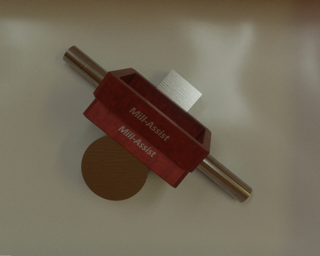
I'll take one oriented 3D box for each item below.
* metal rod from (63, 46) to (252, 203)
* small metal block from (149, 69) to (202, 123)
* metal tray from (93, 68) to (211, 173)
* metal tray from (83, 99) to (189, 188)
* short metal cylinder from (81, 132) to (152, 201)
[{"bbox_3d":[-0.003,-0.005,0.411,0.300,0.025,0.025,39,90,-1],"label":"metal rod"},{"bbox_3d":[0.019,-0.041,0.410,0.050,0.025,0.050,41,90,-1],"label":"small metal block"},{"bbox_3d":[-0.002,-0.015,0.352,0.130,0.090,0.030,39,107,-1],"label":"metal tray"},{"bbox_3d":[-0.024,0.014,0.377,0.130,0.090,0.030,39,90,-1],"label":"metal tray"},{"bbox_3d":[-0.052,0.045,0.391,0.080,0.050,0.079,1,97,5],"label":"short metal cylinder"}]
